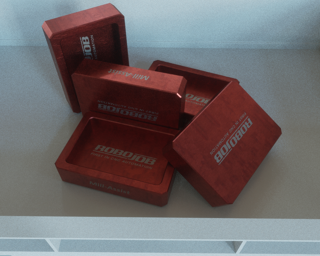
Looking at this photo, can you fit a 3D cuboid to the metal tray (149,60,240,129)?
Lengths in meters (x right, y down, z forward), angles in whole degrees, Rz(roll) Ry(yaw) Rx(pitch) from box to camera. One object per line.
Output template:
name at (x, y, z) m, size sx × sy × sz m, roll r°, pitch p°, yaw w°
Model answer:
metal tray at (0.037, -0.045, 0.438) m, size 0.130 × 0.030 × 0.090 m, roll 16°, pitch 52°, yaw 13°

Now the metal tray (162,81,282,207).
metal tray at (0.076, 0.015, 0.362) m, size 0.090 × 0.030 × 0.131 m, roll 47°, pitch 60°, yaw -1°

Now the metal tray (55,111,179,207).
metal tray at (-0.044, 0.033, 0.370) m, size 0.131 × 0.030 × 0.090 m, roll 12°, pitch 51°, yaw 10°

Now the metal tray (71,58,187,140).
metal tray at (-0.036, -0.032, 0.386) m, size 0.131 × 0.089 × 0.030 m, roll 12°, pitch 51°, yaw 9°

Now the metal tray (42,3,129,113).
metal tray at (-0.088, -0.086, 0.405) m, size 0.091 × 0.129 × 0.030 m, roll -24°, pitch 55°, yaw -19°
